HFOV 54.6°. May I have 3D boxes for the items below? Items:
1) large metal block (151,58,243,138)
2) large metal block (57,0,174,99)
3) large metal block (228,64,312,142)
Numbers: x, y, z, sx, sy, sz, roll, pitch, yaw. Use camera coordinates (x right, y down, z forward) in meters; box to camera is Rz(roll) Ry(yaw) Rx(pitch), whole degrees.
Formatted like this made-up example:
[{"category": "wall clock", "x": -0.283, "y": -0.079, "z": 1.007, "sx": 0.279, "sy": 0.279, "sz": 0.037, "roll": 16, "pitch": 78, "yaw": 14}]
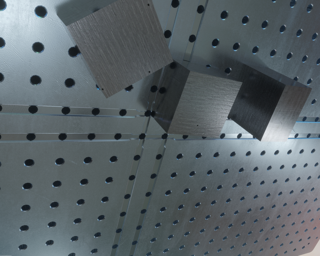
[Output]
[{"category": "large metal block", "x": 0.045, "y": -0.037, "z": 0.396, "sx": 0.081, "sy": 0.050, "sz": 0.079, "roll": 6, "pitch": 116, "yaw": -31}, {"category": "large metal block", "x": -0.043, "y": -0.090, "z": 0.315, "sx": 0.080, "sy": 0.050, "sz": 0.080, "roll": -31, "pitch": 129, "yaw": -9}, {"category": "large metal block", "x": 0.147, "y": -0.036, "z": 0.433, "sx": 0.050, "sy": 0.080, "sz": 0.079, "roll": 2, "pitch": 118, "yaw": -29}]
